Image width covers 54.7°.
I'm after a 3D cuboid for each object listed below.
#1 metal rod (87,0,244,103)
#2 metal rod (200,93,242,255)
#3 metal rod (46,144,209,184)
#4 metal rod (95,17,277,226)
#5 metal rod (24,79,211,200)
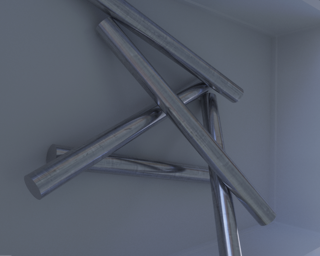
[{"bbox_3d":[-0.001,-0.111,0.383,0.301,0.025,0.025,29,72,-30],"label":"metal rod"},{"bbox_3d":[0.077,0.078,0.386,0.025,0.025,0.300,29,45,-36],"label":"metal rod"},{"bbox_3d":[0.004,0.055,0.409,0.302,0.025,0.025,13,82,-39],"label":"metal rod"},{"bbox_3d":[0.033,-0.005,0.364,0.300,0.025,0.025,49,58,-4],"label":"metal rod"},{"bbox_3d":[-0.017,-0.010,0.371,0.302,0.025,0.025,-33,111,-41],"label":"metal rod"}]
